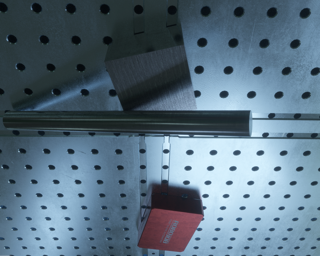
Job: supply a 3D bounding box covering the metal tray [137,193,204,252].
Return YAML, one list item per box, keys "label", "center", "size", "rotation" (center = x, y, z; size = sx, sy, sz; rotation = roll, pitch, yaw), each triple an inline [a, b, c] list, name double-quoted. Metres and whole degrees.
- label: "metal tray"
  center: [0.016, 0.174, 0.557]
  size: [0.091, 0.030, 0.129]
  rotation: [10, 130, -9]

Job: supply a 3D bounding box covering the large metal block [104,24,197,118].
- label: "large metal block"
  center: [-0.007, -0.059, 0.345]
  size: [0.080, 0.050, 0.080]
  rotation: [-11, 130, 8]

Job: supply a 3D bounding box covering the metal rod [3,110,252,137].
- label: "metal rod"
  center: [-0.055, -0.007, 0.345]
  size: [0.301, 0.025, 0.025]
  rotation: [1, 133, 22]
